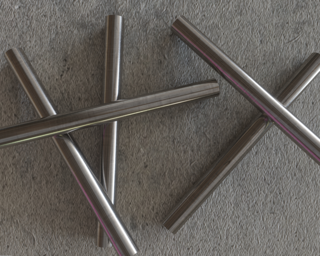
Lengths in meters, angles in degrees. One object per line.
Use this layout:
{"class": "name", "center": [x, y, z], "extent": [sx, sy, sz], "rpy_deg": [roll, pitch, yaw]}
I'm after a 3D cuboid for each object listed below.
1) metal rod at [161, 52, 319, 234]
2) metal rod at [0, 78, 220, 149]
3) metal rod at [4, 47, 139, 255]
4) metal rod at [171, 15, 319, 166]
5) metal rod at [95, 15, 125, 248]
{"class": "metal rod", "center": [0.111, 0.020, 0.410], "extent": [0.025, 0.025, 0.300], "rpy_deg": [42, 90, 0]}
{"class": "metal rod", "center": [-0.070, -0.017, 0.381], "extent": [0.302, 0.025, 0.025], "rpy_deg": [-14, 90, -11]}
{"class": "metal rod", "center": [-0.114, 0.028, 0.392], "extent": [0.025, 0.025, 0.299], "rpy_deg": [-32, 84, 0]}
{"class": "metal rod", "center": [0.129, -0.035, 0.388], "extent": [0.300, 0.025, 0.025], "rpy_deg": [45, 90, 9]}
{"class": "metal rod", "center": [-0.066, 0.004, 0.409], "extent": [0.025, 0.025, 0.298], "rpy_deg": [3, 90, 0]}
